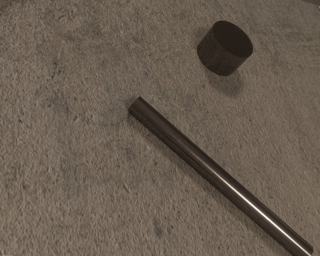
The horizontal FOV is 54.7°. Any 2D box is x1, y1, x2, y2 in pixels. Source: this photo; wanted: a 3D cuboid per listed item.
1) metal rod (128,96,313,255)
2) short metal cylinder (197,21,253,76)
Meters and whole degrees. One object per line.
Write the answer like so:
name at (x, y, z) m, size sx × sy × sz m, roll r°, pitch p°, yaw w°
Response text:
metal rod at (0.079, 0.066, 0.407) m, size 0.300 × 0.025 × 0.025 m, roll 41°, pitch 51°, yaw -1°
short metal cylinder at (0.111, -0.137, 0.534) m, size 0.081 × 0.050 × 0.080 m, roll 14°, pitch 56°, yaw -21°
